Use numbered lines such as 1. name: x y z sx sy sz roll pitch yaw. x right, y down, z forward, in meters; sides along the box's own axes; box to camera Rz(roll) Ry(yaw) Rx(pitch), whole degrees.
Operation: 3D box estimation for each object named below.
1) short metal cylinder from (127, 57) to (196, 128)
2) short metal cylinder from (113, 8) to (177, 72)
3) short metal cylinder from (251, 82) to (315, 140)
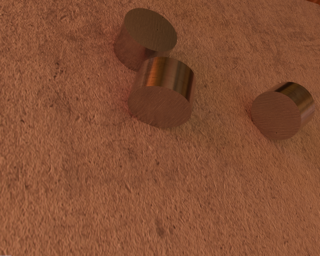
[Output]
1. short metal cylinder: 0.004 -0.044 0.397 0.080 0.080 0.050 23 54 -15
2. short metal cylinder: -0.022 -0.127 0.453 0.081 0.050 0.080 14 56 -21
3. short metal cylinder: 0.193 -0.028 0.489 0.050 0.080 0.080 -29 78 -37
